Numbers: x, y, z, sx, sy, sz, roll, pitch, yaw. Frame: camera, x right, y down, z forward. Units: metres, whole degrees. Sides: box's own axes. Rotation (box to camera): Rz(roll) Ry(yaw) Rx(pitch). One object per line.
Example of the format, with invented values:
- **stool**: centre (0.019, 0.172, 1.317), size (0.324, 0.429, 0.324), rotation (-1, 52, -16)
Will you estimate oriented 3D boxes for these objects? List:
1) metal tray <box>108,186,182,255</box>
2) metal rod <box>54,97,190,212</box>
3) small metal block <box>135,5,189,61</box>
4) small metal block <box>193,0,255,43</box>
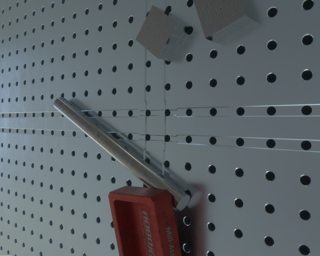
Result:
- **metal tray**: centre (-0.018, 0.144, 0.400), size (0.090, 0.030, 0.129), rotation (-6, 95, 45)
- **metal rod**: centre (-0.075, 0.025, 0.468), size (0.300, 0.025, 0.025), rotation (34, 111, 34)
- **small metal block**: centre (0.002, -0.124, 0.406), size (0.050, 0.025, 0.050), rotation (46, 117, 30)
- **small metal block**: centre (0.071, -0.133, 0.349), size (0.050, 0.025, 0.050), rotation (-23, 75, 37)
